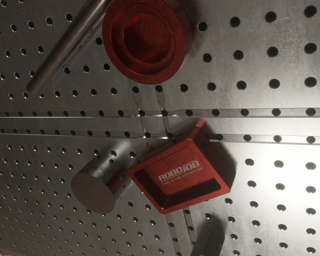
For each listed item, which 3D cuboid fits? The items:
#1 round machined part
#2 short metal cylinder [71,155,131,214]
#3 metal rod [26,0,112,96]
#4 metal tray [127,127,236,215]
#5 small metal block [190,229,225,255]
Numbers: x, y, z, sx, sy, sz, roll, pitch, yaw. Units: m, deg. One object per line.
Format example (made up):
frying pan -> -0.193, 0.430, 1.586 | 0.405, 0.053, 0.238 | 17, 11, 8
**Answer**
round machined part -> -0.011, -0.101, 0.342 | 0.098, 0.042, 0.097 | 13, 124, 20
short metal cylinder -> -0.094, 0.090, 0.499 | 0.080, 0.050, 0.079 | 13, 124, 20
metal rod -> -0.094, -0.127, 0.379 | 0.299, 0.025, 0.025 | -35, 99, 38
metal tray -> 0.026, 0.065, 0.432 | 0.130, 0.030, 0.090 | -31, 102, 37
small metal block -> 0.070, 0.192, 0.476 | 0.025, 0.050, 0.050 | 36, 129, 4
